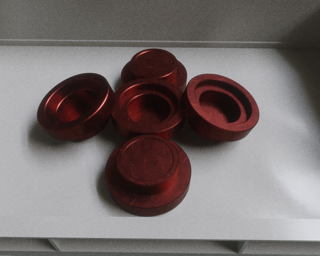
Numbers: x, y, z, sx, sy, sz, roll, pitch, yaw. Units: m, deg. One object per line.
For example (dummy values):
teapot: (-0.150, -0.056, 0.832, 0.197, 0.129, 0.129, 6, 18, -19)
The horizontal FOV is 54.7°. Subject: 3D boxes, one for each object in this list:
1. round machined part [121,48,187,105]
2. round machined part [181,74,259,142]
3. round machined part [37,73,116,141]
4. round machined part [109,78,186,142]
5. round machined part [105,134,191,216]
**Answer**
round machined part: (-0.009, -0.081, 0.460, 0.099, 0.042, 0.098, 0, 50, 0)
round machined part: (0.073, -0.021, 0.399, 0.099, 0.042, 0.098, 11, 49, -13)
round machined part: (-0.102, -0.023, 0.400, 0.098, 0.042, 0.098, -11, 48, 13)
round machined part: (-0.015, -0.018, 0.406, 0.099, 0.042, 0.098, 0, 50, 0)
round machined part: (-0.013, 0.046, 0.353, 0.099, 0.042, 0.098, 0, 50, 0)
